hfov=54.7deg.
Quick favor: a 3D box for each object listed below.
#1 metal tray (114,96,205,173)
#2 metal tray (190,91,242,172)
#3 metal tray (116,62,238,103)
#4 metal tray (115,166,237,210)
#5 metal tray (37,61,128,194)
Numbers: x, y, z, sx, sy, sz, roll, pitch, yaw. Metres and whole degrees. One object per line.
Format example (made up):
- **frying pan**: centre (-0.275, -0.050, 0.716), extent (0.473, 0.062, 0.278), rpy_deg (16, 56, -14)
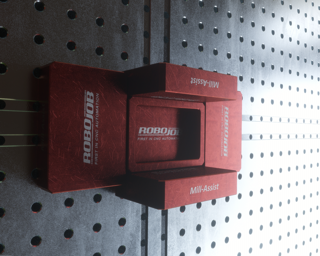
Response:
- **metal tray**: centre (0.004, 0.008, 0.408), extent (0.131, 0.030, 0.089), rpy_deg (1, 90, -40)
- **metal tray**: centre (0.088, 0.005, 0.480), extent (0.091, 0.030, 0.129), rpy_deg (1, 89, -41)
- **metal tray**: centre (0.023, -0.052, 0.388), extent (0.131, 0.090, 0.030), rpy_deg (1, 90, -40)
- **metal tray**: centre (0.022, 0.068, 0.386), extent (0.131, 0.090, 0.030), rpy_deg (1, 90, -40)
- **metal tray**: centre (-0.082, 0.000, 0.338), extent (0.091, 0.030, 0.129), rpy_deg (1, 89, -40)
